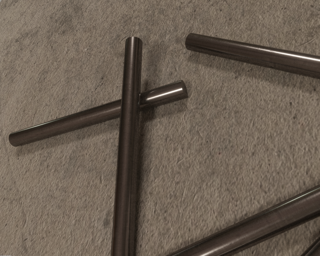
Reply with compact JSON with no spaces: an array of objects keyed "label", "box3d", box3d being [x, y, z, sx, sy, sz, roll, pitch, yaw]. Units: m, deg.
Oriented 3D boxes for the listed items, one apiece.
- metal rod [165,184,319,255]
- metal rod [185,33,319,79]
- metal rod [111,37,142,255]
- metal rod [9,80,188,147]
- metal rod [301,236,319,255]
[{"label":"metal rod","box3d":[0.038,0.126,0.305,0.301,0.025,0.025,-28,52,9]},{"label":"metal rod","box3d":[0.157,-0.079,0.369,0.300,0.025,0.025,24,74,36]},{"label":"metal rod","box3d":[-0.040,0.012,0.392,0.025,0.025,0.299,-10,65,23]},{"label":"metal rod","box3d":[-0.104,-0.017,0.466,0.301,0.025,0.025,-15,56,19]},{"label":"metal rod","box3d":[0.117,0.130,0.262,0.300,0.025,0.025,-44,51,-3]}]
